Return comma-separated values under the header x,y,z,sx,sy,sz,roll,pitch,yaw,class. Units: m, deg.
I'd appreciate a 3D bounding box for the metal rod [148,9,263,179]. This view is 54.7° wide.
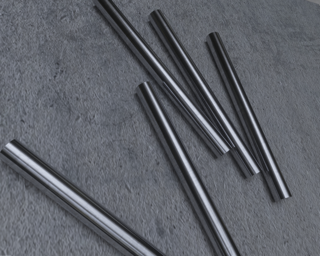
x,y,z,sx,sy,sz,roll,pitch,yaw,class
0.062,-0.061,0.473,0.025,0.025,0.299,-18,71,-35,metal rod

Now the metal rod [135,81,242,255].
x,y,z,sx,sy,sz,roll,pitch,yaw,class
0.042,0.071,0.382,0.025,0.025,0.299,-15,70,-34,metal rod

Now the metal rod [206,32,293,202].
x,y,z,sx,sy,sz,roll,pitch,yaw,class
0.134,-0.031,0.494,0.025,0.025,0.299,-3,63,-30,metal rod

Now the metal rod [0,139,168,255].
x,y,z,sx,sy,sz,roll,pitch,yaw,class
-0.034,0.114,0.315,0.300,0.025,0.025,39,51,-2,metal rod

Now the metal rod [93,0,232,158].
x,y,z,sx,sy,sz,roll,pitch,yaw,class
-0.001,-0.082,0.453,0.025,0.025,0.300,-31,79,-38,metal rod
